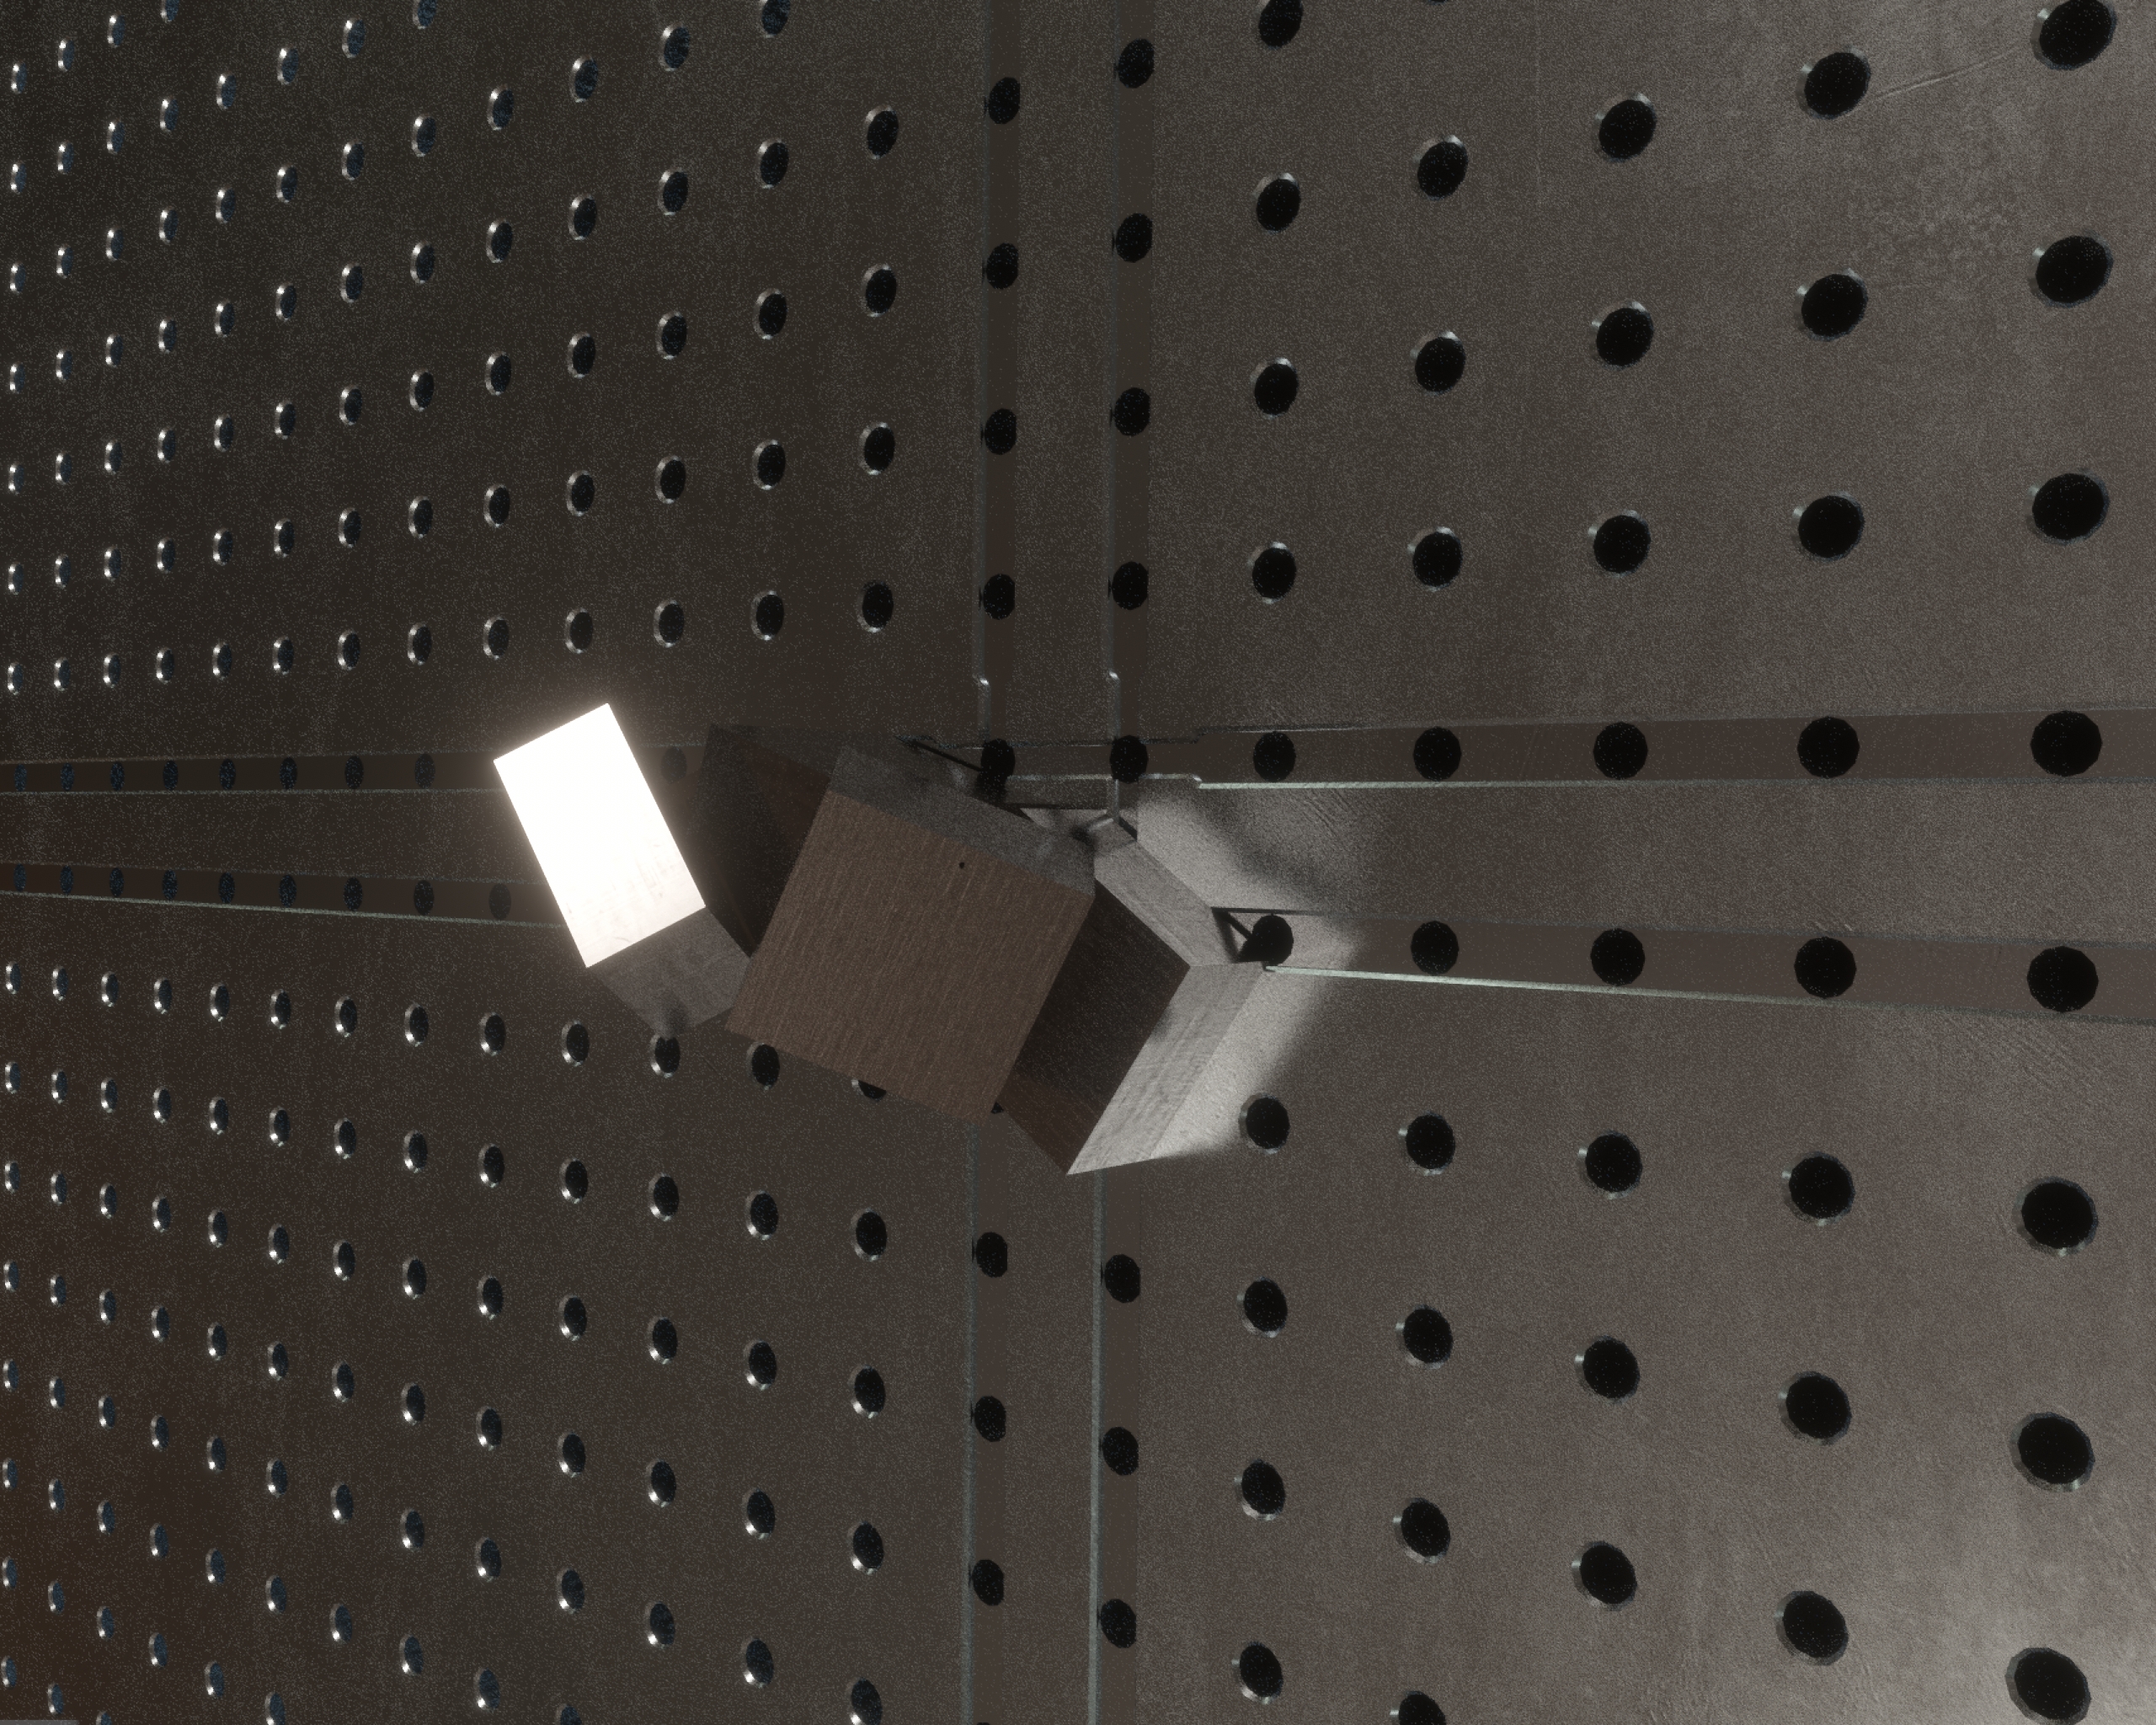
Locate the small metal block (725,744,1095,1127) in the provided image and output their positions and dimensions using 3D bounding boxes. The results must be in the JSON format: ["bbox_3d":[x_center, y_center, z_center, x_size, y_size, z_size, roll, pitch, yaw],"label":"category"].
[{"bbox_3d":[-0.030,0.013,0.381,0.050,0.025,0.050,22,109,-9],"label":"small metal block"}]

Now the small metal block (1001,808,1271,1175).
[{"bbox_3d":[0.001,0.024,0.407,0.050,0.025,0.050,43,116,31],"label":"small metal block"}]

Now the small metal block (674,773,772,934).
[{"bbox_3d":[-0.074,0.005,0.468,0.050,0.025,0.050,-24,75,37],"label":"small metal block"}]

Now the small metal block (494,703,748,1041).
[{"bbox_3d":[-0.091,0.003,0.429,0.025,0.050,0.050,-28,68,-4],"label":"small metal block"}]

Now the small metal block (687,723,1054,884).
[{"bbox_3d":[-0.042,-0.008,0.426,0.050,0.050,0.025,24,105,37],"label":"small metal block"}]
